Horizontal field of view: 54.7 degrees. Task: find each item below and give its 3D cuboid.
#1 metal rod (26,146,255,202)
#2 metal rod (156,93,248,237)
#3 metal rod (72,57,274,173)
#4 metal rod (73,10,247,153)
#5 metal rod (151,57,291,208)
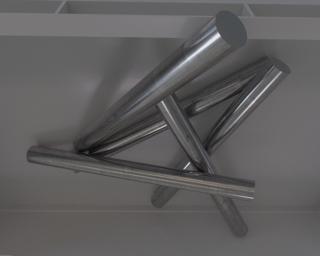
[{"bbox_3d":[-0.035,0.056,0.400,0.301,0.025,0.025,7,132,14],"label":"metal rod"},{"bbox_3d":[0.065,0.063,0.410,0.025,0.025,0.299,-20,128,16],"label":"metal rod"},{"bbox_3d":[0.001,-0.008,0.402,0.300,0.025,0.025,-26,126,20],"label":"metal rod"},{"bbox_3d":[-0.033,-0.018,0.308,0.025,0.025,0.299,27,151,-22],"label":"metal rod"},{"bbox_3d":[0.060,0.029,0.414,0.025,0.025,0.298,20,133,-16],"label":"metal rod"}]
